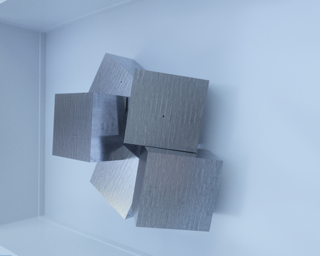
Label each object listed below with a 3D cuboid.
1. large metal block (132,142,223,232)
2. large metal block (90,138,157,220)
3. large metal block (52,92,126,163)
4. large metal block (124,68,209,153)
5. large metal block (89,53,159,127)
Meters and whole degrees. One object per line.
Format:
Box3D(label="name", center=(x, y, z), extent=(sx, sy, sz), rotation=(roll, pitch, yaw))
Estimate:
Box3D(label="large metal block", center=(0.016, 0.064, 0.345), extent=(0.050, 0.081, 0.079), rotation=(-138, 57, -76))
Box3D(label="large metal block", center=(-0.039, 0.060, 0.415), extent=(0.080, 0.050, 0.079), rotation=(37, 112, 33))
Box3D(label="large metal block", center=(-0.091, -0.002, 0.394), extent=(0.080, 0.050, 0.079), rotation=(4, 91, 40))
Box3D(label="large metal block", center=(0.005, -0.021, 0.355), extent=(0.081, 0.050, 0.079), rotation=(8, 97, -6))
Box3D(label="large metal block", center=(-0.050, -0.045, 0.428), extent=(0.080, 0.050, 0.080), rotation=(43, 116, 31))
